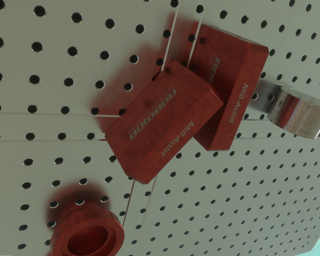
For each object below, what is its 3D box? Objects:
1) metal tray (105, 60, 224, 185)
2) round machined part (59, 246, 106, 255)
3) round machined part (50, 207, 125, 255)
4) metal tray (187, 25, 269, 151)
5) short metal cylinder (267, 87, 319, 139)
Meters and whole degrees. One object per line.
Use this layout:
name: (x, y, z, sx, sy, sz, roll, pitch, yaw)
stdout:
metal tray: (0.000, -0.010, 0.362, 0.130, 0.090, 0.030, -47, 129, 5)
round machined part: (-0.125, 0.233, 0.476, 0.099, 0.042, 0.097, -14, 124, -21)
round machined part: (-0.103, 0.151, 0.436, 0.099, 0.042, 0.097, -14, 122, -22)
metal tray: (0.068, -0.048, 0.376, 0.030, 0.090, 0.129, 2, 117, -30)
short metal cylinder: (0.214, -0.024, 0.478, 0.081, 0.080, 0.050, 5, 116, -31)
